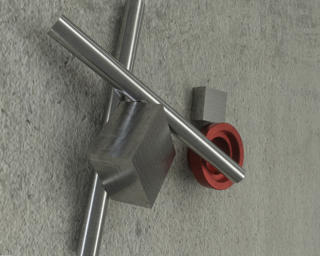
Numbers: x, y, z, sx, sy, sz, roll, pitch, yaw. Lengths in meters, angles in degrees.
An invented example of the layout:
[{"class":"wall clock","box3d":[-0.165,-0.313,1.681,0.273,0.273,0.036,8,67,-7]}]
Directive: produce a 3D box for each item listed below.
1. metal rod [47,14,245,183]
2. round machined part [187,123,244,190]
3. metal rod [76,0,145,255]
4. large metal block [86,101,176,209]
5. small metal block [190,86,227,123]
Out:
[{"class":"metal rod","box3d":[0.003,-0.017,0.367,0.301,0.025,0.025,38,66,-26]},{"class":"round machined part","box3d":[0.079,0.041,0.463,0.099,0.042,0.097,0,90,-40]},{"class":"metal rod","box3d":[-0.055,-0.007,0.360,0.025,0.025,0.299,16,80,-39]},{"class":"large metal block","box3d":[-0.026,0.028,0.339,0.080,0.050,0.080,74,32,-41]},{"class":"small metal block","box3d":[0.075,-0.033,0.470,0.050,0.025,0.050,9,84,-40]}]
